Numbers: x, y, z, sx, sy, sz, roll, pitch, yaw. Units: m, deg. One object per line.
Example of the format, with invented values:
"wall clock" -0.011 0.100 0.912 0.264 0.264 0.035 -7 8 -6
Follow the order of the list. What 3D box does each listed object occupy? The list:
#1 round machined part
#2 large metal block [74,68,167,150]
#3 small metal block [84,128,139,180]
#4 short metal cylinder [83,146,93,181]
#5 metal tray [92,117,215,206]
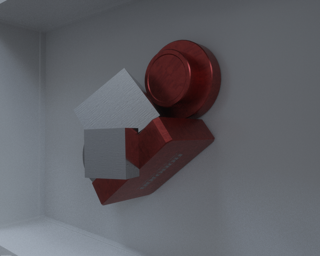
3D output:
"round machined part" 0.020 -0.058 0.375 0.098 0.042 0.097 0 90 39
"large metal block" -0.044 -0.011 0.376 0.080 0.050 0.080 -39 64 6
"small metal block" -0.050 0.026 0.320 0.050 0.025 0.050 -2 88 26
"short metal cylinder" -0.064 0.039 0.439 0.080 0.050 0.079 0 90 39
"metal tray" -0.008 0.040 0.367 0.129 0.091 0.030 -45 63 30
